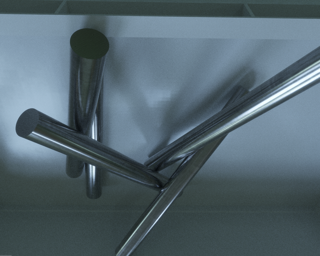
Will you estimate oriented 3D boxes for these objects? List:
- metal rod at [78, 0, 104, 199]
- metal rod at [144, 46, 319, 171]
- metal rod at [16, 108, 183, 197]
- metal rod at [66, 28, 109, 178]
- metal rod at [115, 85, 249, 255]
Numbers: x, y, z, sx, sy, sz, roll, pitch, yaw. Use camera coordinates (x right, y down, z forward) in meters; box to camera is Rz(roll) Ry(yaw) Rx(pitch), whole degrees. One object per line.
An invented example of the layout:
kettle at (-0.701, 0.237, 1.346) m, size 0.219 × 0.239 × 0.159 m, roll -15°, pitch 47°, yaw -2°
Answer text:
metal rod at (-0.086, -0.009, 0.400) m, size 0.025 × 0.025 × 0.298 m, roll 5°, pitch 130°, yaw -5°
metal rod at (0.063, -0.001, 0.344) m, size 0.025 × 0.025 × 0.299 m, roll 26°, pitch 145°, yaw -20°
metal rod at (-0.040, 0.048, 0.372) m, size 0.025 × 0.025 × 0.301 m, roll -23°, pitch 151°, yaw 18°
metal rod at (-0.087, 0.004, 0.333) m, size 0.025 × 0.025 × 0.299 m, roll 13°, pitch 153°, yaw -11°
metal rod at (0.025, 0.072, 0.419) m, size 0.025 × 0.025 × 0.299 m, roll 28°, pitch 109°, yaw -22°
